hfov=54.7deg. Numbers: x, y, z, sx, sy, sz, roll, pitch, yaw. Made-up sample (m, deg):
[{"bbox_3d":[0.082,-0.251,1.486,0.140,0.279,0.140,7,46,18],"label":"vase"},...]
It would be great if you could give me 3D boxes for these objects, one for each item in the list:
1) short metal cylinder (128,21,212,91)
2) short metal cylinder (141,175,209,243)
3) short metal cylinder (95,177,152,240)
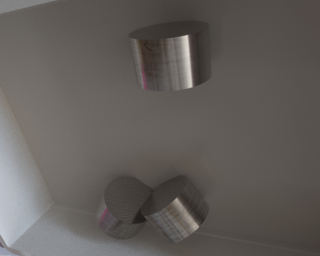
[{"bbox_3d":[0.012,-0.076,0.320,0.080,0.080,0.050,6,121,25],"label":"short metal cylinder"},{"bbox_3d":[0.020,0.112,0.431,0.080,0.080,0.050,-30,102,38],"label":"short metal cylinder"},{"bbox_3d":[-0.054,0.123,0.477,0.080,0.080,0.050,34,129,5],"label":"short metal cylinder"}]
